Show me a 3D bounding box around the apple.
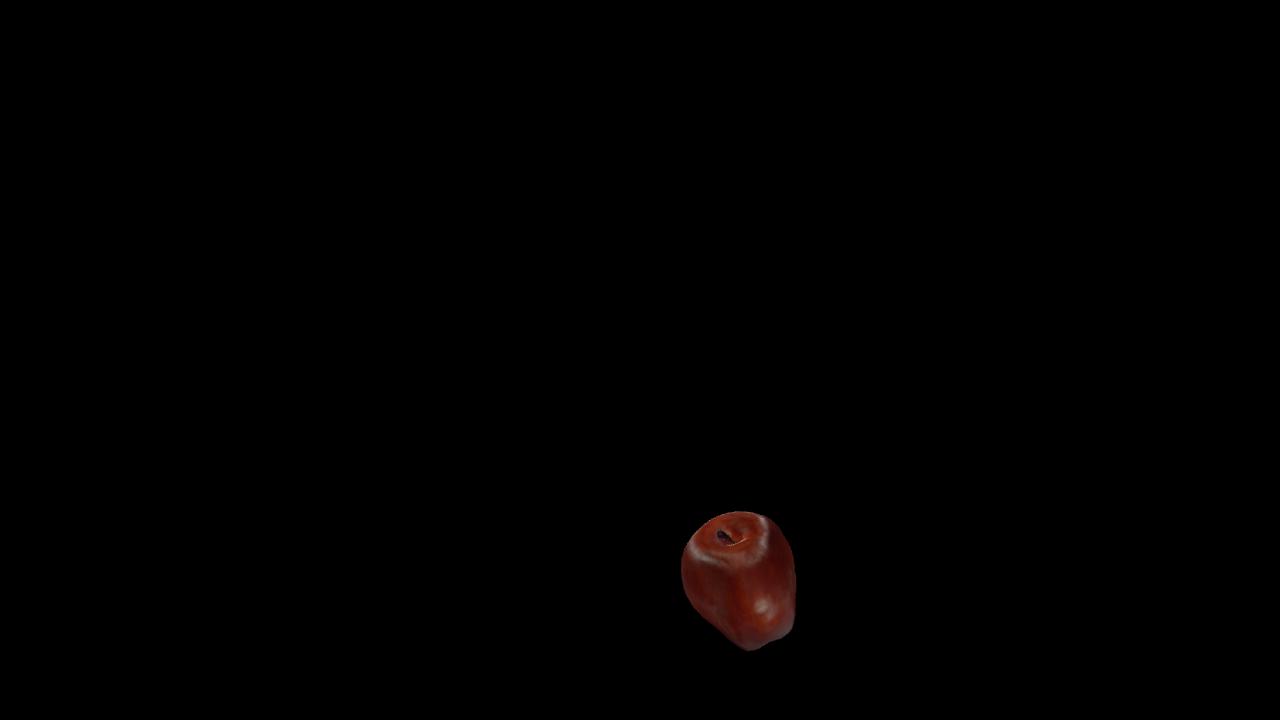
[{"bbox_3d":[0.069,0.151,0.425,0.079,0.093,0.079,-18,21,7],"label":"apple"}]
